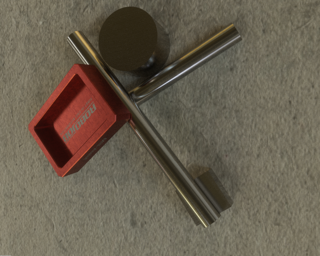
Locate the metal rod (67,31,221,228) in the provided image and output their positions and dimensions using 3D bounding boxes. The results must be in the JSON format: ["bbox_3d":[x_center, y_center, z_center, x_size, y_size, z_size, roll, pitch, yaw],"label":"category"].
[{"bbox_3d":[-0.027,-0.007,0.393,0.025,0.025,0.299,-41,78,15],"label":"metal rod"}]

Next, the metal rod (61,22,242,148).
[{"bbox_3d":[-0.030,-0.044,0.420,0.300,0.025,0.025,-31,80,17],"label":"metal rod"}]

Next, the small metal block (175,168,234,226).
[{"bbox_3d":[0.056,0.086,0.390,0.050,0.025,0.050,-35,79,16],"label":"small metal block"}]

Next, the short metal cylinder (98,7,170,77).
[{"bbox_3d":[-0.032,-0.110,0.407,0.080,0.050,0.079,0,90,19],"label":"short metal cylinder"}]

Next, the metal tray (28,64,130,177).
[{"bbox_3d":[-0.109,-0.008,0.404,0.130,0.030,0.090,-43,76,26],"label":"metal tray"}]
